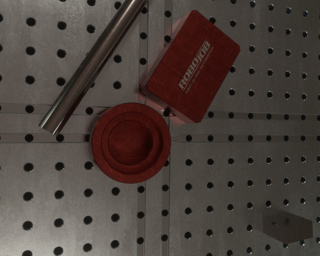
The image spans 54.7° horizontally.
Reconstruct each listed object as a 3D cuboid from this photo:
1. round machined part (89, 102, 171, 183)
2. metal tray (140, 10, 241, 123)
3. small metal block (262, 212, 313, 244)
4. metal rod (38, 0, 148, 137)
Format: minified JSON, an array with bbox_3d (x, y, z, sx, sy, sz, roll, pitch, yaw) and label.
[{"bbox_3d":[-0.039,0.018,0.390,0.099,0.042,0.097,0,90,-21],"label":"round machined part"},{"bbox_3d":[0.044,-0.082,0.427,0.090,0.030,0.130,33,79,-17],"label":"metal tray"},{"bbox_3d":[0.194,0.152,0.473,0.050,0.050,0.025,-5,92,-20],"label":"small metal block"},{"bbox_3d":[-0.056,-0.123,0.392,0.025,0.025,0.300,34,79,-17],"label":"metal rod"}]
